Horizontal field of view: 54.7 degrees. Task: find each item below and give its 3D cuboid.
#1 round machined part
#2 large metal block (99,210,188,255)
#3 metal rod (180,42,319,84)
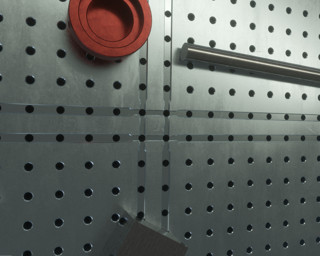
[{"bbox_3d":[-0.063,-0.131,0.381,0.099,0.042,0.097,0,90,-21],"label":"round machined part"},{"bbox_3d":[-0.025,0.163,0.391,0.080,0.050,0.080,33,79,-18],"label":"large metal block"},{"bbox_3d":[0.174,-0.093,0.478,0.302,0.025,0.025,5,89,-20],"label":"metal rod"}]
